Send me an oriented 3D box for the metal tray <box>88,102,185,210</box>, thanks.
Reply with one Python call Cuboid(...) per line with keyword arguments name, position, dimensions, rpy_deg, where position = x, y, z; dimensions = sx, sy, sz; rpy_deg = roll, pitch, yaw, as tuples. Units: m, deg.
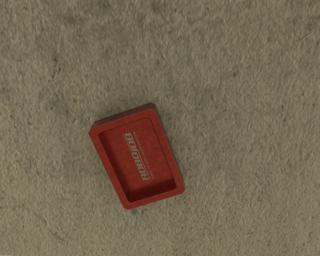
Cuboid(name="metal tray", position=(-0.028, 0.040, 0.421), dimensions=(0.090, 0.030, 0.129), rpy_deg=(-19, 109, 6))
